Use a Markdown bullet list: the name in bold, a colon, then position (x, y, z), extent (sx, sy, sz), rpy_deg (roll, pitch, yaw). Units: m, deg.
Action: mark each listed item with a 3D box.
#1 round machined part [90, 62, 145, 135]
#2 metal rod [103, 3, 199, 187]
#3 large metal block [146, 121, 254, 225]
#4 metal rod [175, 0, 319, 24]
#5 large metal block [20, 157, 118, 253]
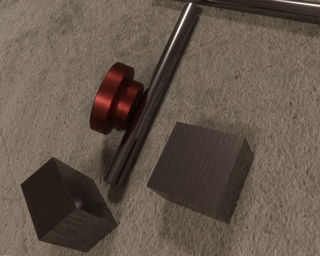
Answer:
- **round machined part**: position (-0.053, -0.035, 0.415), extent (0.042, 0.098, 0.098), rpy_deg (22, 70, 2)
- **metal rod**: position (-0.005, -0.059, 0.441), extent (0.025, 0.025, 0.300), rpy_deg (10, 66, 32)
- **large metal block**: position (0.045, 0.046, 0.335), extent (0.080, 0.050, 0.080), rpy_deg (14, 69, 33)
- **metal rod**: position (0.096, -0.197, 0.473), extent (0.300, 0.025, 0.025), rpy_deg (27, 77, 37)
- **large metal block**: position (-0.106, 0.092, 0.366), extent (0.050, 0.080, 0.080), rpy_deg (-41, 51, 0)
